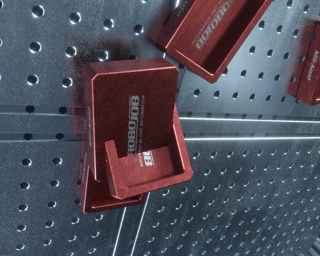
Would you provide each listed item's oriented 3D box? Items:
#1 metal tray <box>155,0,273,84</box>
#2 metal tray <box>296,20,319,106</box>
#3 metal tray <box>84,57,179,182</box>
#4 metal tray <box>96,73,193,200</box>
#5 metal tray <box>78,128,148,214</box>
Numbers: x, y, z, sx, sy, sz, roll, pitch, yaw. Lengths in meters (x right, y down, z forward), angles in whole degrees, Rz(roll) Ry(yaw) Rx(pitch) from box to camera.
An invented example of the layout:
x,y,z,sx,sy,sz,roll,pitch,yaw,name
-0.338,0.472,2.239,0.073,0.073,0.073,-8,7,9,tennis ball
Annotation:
x,y,z,sx,sy,sz,roll,pitch,yaw,name
0.065,-0.128,0.365,0.090,0.030,0.129,25,105,-37,metal tray
0.278,-0.106,0.497,0.091,0.030,0.129,-12,124,-22,metal tray
-0.032,-0.008,0.340,0.091,0.030,0.129,-11,125,-24,metal tray
-0.022,0.006,0.352,0.091,0.030,0.129,-11,84,-23,metal tray
-0.054,0.048,0.409,0.091,0.030,0.129,-3,120,-28,metal tray
